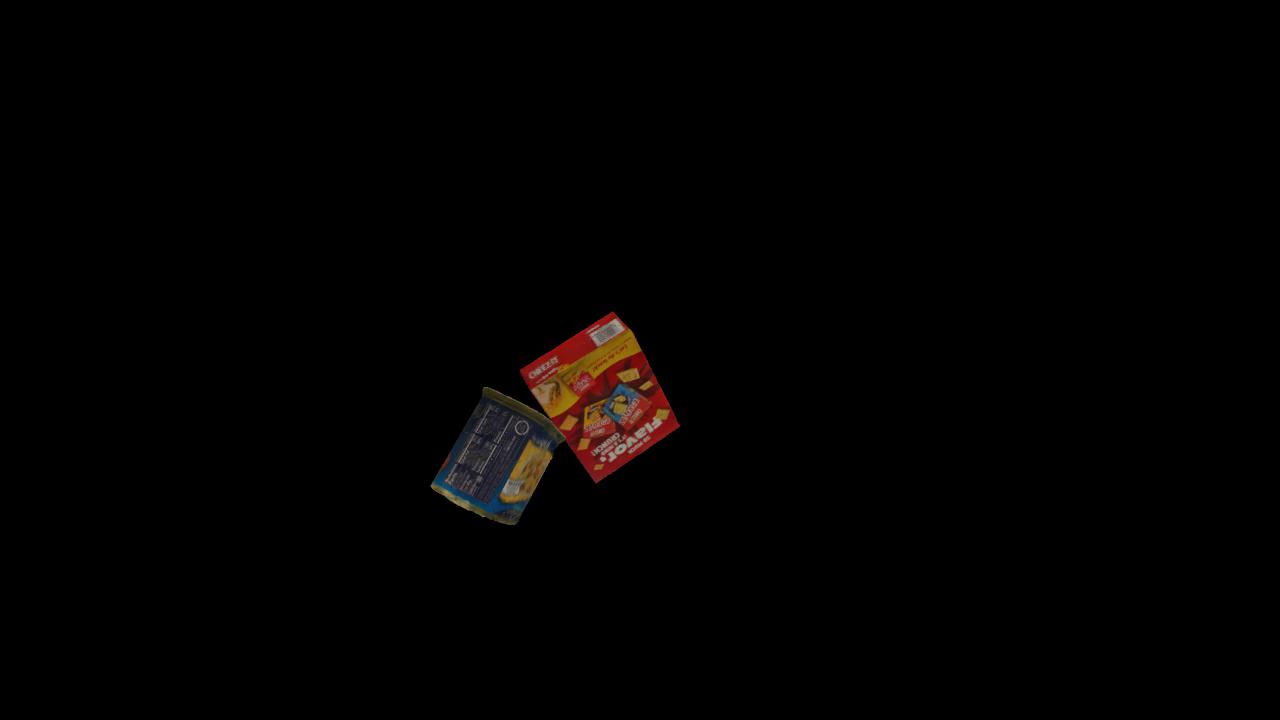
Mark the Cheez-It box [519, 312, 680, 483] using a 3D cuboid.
[{"bbox_3d":[-0.053,0.061,0.933,0.166,0.223,0.071,-33,37,-6],"label":"Cheez-It box"}]

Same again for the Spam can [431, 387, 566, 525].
[{"bbox_3d":[-0.109,0.080,0.488,0.058,0.085,0.101,23,-15,13],"label":"Spam can"}]
